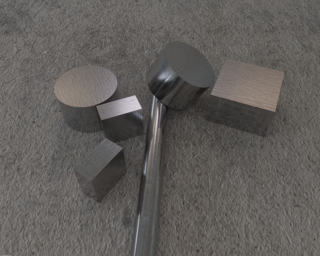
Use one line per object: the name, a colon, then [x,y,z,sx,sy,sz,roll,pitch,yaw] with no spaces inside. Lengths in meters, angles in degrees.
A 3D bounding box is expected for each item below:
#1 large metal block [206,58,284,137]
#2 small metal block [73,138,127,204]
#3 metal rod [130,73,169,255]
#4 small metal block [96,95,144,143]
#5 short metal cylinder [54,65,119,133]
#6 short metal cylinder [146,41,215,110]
large metal block: [0.116,-0.043,0.424,0.080,0.050,0.080,17,52,14]
small metal block: [-0.065,0.048,0.346,0.025,0.050,0.050,28,55,21]
metal rod: [-0.007,0.029,0.378,0.025,0.025,0.300,3,50,3]
small metal block: [-0.050,-0.009,0.395,0.050,0.050,0.025,-17,52,-14]
short metal cylinder: [-0.096,-0.040,0.420,0.081,0.050,0.080,0,50,0]
short metal cylinder: [0.028,-0.072,0.426,0.081,0.050,0.080,19,48,-23]
